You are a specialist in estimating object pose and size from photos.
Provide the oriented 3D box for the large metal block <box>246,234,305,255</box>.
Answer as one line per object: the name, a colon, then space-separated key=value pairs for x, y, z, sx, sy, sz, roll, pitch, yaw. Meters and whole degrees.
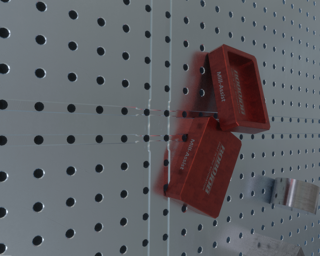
large metal block: x=0.214 y=0.246 z=0.553 sx=0.050 sy=0.080 sz=0.080 roll=-43 pitch=116 yaw=-31

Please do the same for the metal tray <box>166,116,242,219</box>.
metal tray: x=0.070 y=0.058 z=0.464 sx=0.090 sy=0.030 sz=0.130 roll=36 pitch=68 yaw=-34

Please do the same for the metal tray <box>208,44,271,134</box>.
metal tray: x=0.125 y=-0.059 z=0.488 sx=0.091 sy=0.030 sz=0.129 roll=6 pitch=71 yaw=-40

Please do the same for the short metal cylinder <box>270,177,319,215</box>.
short metal cylinder: x=0.256 y=0.130 z=0.589 sx=0.080 sy=0.080 sz=0.050 roll=27 pitch=73 yaw=-37
